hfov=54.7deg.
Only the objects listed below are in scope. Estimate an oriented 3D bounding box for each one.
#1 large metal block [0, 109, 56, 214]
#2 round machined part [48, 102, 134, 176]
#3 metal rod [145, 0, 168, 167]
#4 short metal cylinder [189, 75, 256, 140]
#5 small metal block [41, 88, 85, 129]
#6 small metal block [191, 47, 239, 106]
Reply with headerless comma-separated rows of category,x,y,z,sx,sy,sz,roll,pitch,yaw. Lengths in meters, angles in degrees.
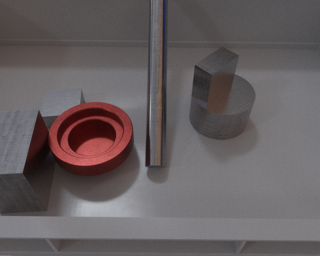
large metal block,-0.153,0.037,0.336,0.050,0.080,0.080,-3,50,-3
round machined part,-0.081,0.017,0.379,0.099,0.042,0.098,1,50,0
metal rod,-0.003,-0.098,0.406,0.025,0.025,0.299,1,75,0
short metal cylinder,0.082,-0.031,0.416,0.081,0.050,0.080,0,50,0
small metal block,-0.133,-0.027,0.426,0.050,0.025,0.050,-4,50,-4
small metal block,0.067,-0.063,0.378,0.050,0.050,0.025,-37,59,-27
